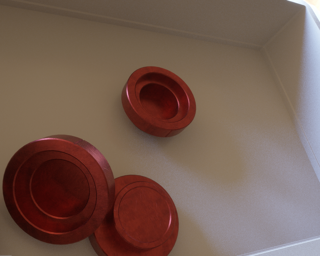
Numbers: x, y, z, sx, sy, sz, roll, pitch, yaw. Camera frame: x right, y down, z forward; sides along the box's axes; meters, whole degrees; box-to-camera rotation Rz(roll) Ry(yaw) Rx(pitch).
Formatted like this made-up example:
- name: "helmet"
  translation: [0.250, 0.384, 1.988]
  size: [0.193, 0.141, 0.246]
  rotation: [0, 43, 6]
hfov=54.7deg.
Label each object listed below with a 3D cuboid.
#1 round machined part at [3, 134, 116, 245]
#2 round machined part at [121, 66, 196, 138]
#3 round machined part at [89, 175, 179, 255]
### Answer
- name: "round machined part"
  translation: [-0.090, 0.054, 0.291]
  size: [0.098, 0.098, 0.042]
  rotation: [42, 10, 0]
- name: "round machined part"
  translation: [-0.005, -0.030, 0.412]
  size: [0.099, 0.042, 0.098]
  rotation: [14, 56, -21]
- name: "round machined part"
  translation: [-0.023, 0.095, 0.326]
  size: [0.099, 0.042, 0.098]
  rotation: [14, 56, -21]
